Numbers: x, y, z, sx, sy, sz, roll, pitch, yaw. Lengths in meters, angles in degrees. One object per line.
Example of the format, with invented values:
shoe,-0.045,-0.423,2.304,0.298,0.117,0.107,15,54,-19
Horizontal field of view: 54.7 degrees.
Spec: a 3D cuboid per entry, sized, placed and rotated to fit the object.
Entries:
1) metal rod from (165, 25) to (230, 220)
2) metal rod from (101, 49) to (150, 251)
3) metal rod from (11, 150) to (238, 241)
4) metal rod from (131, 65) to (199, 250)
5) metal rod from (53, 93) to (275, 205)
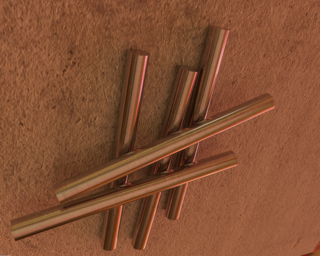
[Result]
metal rod,0.046,0.010,0.437,0.025,0.025,0.298,-3,120,-27
metal rod,-0.051,0.047,0.407,0.025,0.025,0.298,-3,120,-27
metal rod,-0.030,0.081,0.406,0.302,0.025,0.025,-15,125,-20
metal rod,0.000,0.058,0.442,0.025,0.025,0.298,1,118,-29
metal rod,0.017,0.020,0.394,0.302,0.025,0.025,-23,127,-15
